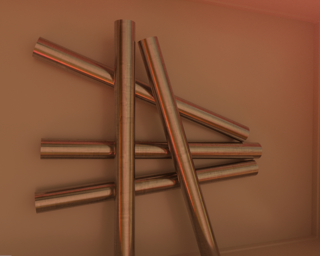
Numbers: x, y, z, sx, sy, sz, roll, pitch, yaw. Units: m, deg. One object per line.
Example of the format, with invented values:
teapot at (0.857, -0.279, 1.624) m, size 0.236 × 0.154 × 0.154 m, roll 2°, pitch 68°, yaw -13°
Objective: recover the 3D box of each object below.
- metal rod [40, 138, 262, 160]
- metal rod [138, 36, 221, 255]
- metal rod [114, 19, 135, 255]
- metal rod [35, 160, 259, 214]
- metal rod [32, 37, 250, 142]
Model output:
metal rod at (0.004, 0.029, 0.411) m, size 0.303 × 0.025 × 0.025 m, roll 2°, pitch 90°, yaw -21°
metal rod at (0.027, 0.035, 0.393) m, size 0.025 × 0.025 × 0.298 m, roll -19°, pitch 97°, yaw -19°
metal rod at (-0.042, 0.025, 0.367) m, size 0.025 × 0.025 × 0.298 m, roll 0°, pitch 90°, yaw -20°
metal rod at (-0.002, 0.073, 0.409) m, size 0.303 × 0.025 × 0.025 m, roll -5°, pitch 92°, yaw -20°
metal rod at (-0.009, -0.042, 0.406) m, size 0.302 × 0.025 × 0.025 m, roll 21°, pitch 83°, yaw -19°
